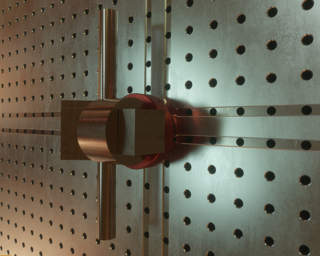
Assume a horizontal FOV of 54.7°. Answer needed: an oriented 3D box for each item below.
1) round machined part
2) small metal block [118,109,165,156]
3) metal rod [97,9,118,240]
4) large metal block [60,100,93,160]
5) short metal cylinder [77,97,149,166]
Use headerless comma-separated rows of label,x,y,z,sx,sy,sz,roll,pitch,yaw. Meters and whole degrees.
round machined part,-0.020,0.004,0.411,0.098,0.042,0.097,0,90,39
small metal block,-0.020,0.004,0.353,0.025,0.050,0.050,2,91,40
metal rod,-0.070,-0.004,0.410,0.025,0.025,0.298,1,91,39
large metal block,-0.108,0.002,0.452,0.050,0.080,0.079,1,91,-1
short metal cylinder,-0.051,0.004,0.374,0.050,0.081,0.079,1,91,40
